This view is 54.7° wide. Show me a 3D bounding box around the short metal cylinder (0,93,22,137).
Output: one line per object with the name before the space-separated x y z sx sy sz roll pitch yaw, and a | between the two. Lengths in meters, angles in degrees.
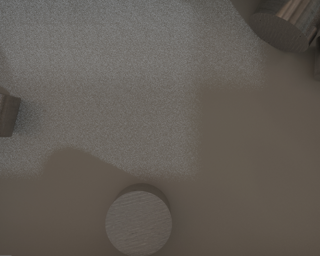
short metal cylinder | -0.220 -0.023 0.382 0.080 0.080 0.050 14 90 0

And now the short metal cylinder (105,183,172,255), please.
short metal cylinder | -0.026 0.116 0.399 0.081 0.050 0.080 0 90 0

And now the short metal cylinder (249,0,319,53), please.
short metal cylinder | 0.160 -0.138 0.385 0.080 0.080 0.050 33 90 0

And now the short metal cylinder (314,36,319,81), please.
short metal cylinder | 0.237 -0.087 0.385 0.080 0.080 0.050 4 90 0
